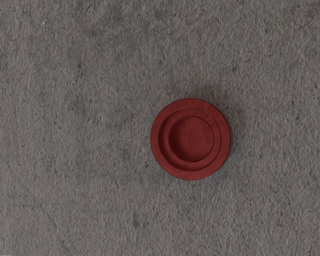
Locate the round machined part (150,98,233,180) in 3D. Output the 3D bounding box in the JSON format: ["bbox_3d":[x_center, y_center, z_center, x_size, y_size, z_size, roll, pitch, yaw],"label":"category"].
[{"bbox_3d":[0.041,0.013,0.386,0.098,0.042,0.097,0,90,20],"label":"round machined part"}]
